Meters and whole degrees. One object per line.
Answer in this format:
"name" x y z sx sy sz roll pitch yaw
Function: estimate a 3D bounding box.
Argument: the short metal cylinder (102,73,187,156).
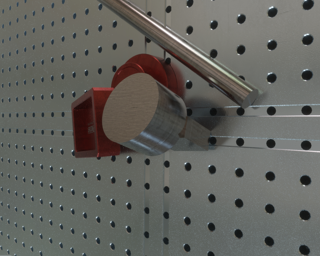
"short metal cylinder" -0.018 -0.014 0.344 0.080 0.050 0.080 -18 59 33

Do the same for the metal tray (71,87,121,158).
"metal tray" -0.098 -0.003 0.453 0.130 0.030 0.089 -12 82 61

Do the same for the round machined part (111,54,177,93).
"round machined part" -0.029 -0.052 0.420 0.098 0.042 0.097 0 90 40

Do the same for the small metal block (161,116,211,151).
"small metal block" 0.024 0.008 0.368 0.050 0.050 0.025 -4 68 39

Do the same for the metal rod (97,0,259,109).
"metal rod" 0.003 -0.120 0.405 0.300 0.025 0.025 44 116 31
